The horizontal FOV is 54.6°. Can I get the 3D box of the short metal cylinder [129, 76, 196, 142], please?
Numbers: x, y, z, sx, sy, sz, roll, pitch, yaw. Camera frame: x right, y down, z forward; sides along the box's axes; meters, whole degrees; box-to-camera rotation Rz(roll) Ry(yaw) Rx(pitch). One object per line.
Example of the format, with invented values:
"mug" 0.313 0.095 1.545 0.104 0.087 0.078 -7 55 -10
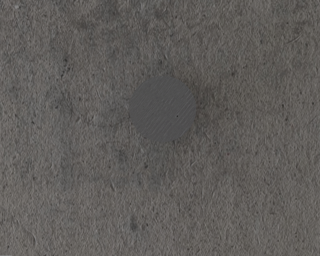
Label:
"short metal cylinder" 0.003 -0.023 0.397 0.080 0.050 0.080 0 90 0
